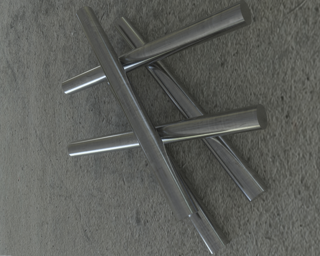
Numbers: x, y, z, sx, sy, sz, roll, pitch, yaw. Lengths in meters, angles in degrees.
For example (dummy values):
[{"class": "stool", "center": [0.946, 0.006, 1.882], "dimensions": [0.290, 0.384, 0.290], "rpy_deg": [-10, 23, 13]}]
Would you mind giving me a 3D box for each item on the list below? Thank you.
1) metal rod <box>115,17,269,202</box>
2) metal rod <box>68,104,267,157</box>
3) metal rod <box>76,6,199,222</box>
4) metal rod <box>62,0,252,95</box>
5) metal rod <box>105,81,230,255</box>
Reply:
[{"class": "metal rod", "center": [0.024, -0.040, 0.384], "dimensions": [0.025, 0.025, 0.299], "rpy_deg": [-50, 61, 28]}, {"class": "metal rod", "center": [-0.018, 0.011, 0.387], "dimensions": [0.300, 0.025, 0.025], "rpy_deg": [-11, 83, 39]}, {"class": "metal rod", "center": [-0.037, -0.033, 0.370], "dimensions": [0.025, 0.025, 0.299], "rpy_deg": [-42, 65, 32]}, {"class": "metal rod", "center": [-0.030, -0.089, 0.397], "dimensions": [0.300, 0.025, 0.025], "rpy_deg": [-12, 83, 39]}, {"class": "metal rod", "center": [-0.007, 0.022, 0.410], "dimensions": [0.025, 0.025, 0.299], "rpy_deg": [-48, 62, 29]}]
